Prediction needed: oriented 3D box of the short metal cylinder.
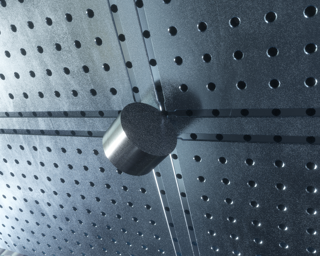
[{"bbox_3d":[-0.026,0.014,0.395,0.080,0.080,0.050,42,129,-1],"label":"short metal cylinder"}]
